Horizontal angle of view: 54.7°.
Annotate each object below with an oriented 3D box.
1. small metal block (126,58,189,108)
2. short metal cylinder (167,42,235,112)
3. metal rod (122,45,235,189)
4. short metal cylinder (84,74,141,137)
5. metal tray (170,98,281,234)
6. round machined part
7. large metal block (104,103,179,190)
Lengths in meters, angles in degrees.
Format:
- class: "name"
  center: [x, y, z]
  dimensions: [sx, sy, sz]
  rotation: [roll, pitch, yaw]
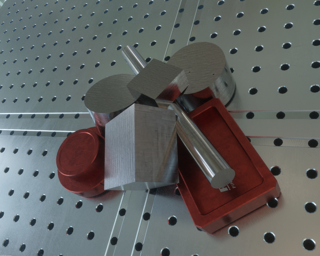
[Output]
- class: "small metal block"
  center: [-0.003, -0.051, 0.368]
  dimensions: [0.050, 0.025, 0.050]
  rotation: [30, 70, 38]
- class: "short metal cylinder"
  center: [0.051, -0.063, 0.400]
  dimensions: [0.080, 0.050, 0.080]
  rotation: [-13, 56, 21]
- class: "metal rod"
  center: [0.004, -0.038, 0.393]
  dimensions: [0.025, 0.025, 0.300]
  rotation: [-37, 42, 4]
- class: "short metal cylinder"
  center: [-0.055, -0.029, 0.420]
  dimensions: [0.080, 0.050, 0.080]
  rotation: [-8, 44, 9]
- class: "metal tray"
  center: [0.058, 0.037, 0.347]
  dimensions: [0.090, 0.030, 0.130]
  rotation: [-31, 52, 7]
- class: "round machined part"
  center: [-0.100, 0.040, 0.420]
  dimensions: [0.098, 0.042, 0.098]
  rotation: [-13, 56, 21]
- class: "large metal block"
  center: [-0.024, 0.026, 0.350]
  dimensions: [0.080, 0.050, 0.080]
  rotation: [-27, 60, 55]
